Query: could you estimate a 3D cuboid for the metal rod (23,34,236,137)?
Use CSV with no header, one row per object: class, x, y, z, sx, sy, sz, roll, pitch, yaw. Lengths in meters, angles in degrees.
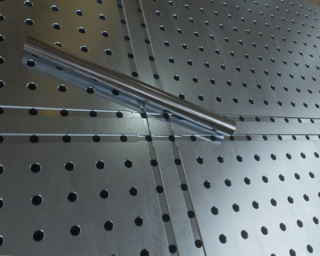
metal rod,-0.029,-0.052,0.423,0.302,0.025,0.025,21,54,-15
